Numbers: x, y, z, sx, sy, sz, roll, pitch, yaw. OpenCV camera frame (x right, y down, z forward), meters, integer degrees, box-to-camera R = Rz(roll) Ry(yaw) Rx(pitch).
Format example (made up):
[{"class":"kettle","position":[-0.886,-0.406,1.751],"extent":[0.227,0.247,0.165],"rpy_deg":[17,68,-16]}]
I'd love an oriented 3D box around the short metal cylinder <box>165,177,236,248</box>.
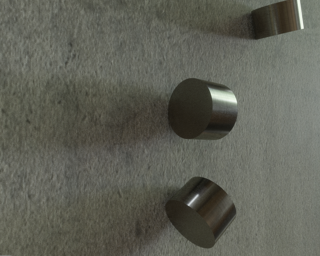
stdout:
[{"class":"short metal cylinder","position":[0.054,0.113,0.417],"extent":[0.050,0.080,0.080],"rpy_deg":[-38,114,-34]}]

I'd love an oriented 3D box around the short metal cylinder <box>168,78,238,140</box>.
[{"class":"short metal cylinder","position":[0.057,-0.024,0.419],"extent":[0.050,0.080,0.080],"rpy_deg":[4,88,-40]}]

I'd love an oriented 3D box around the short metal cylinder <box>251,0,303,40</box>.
[{"class":"short metal cylinder","position":[0.206,-0.190,0.544],"extent":[0.081,0.080,0.050],"rpy_deg":[-22,105,-38]}]
